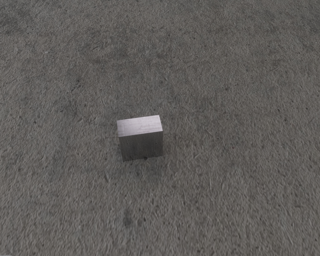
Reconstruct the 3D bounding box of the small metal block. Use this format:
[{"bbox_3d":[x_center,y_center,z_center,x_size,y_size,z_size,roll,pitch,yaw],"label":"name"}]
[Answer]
[{"bbox_3d":[-0.024,0.013,0.376,0.050,0.050,0.025,-8,51,-7],"label":"small metal block"}]
